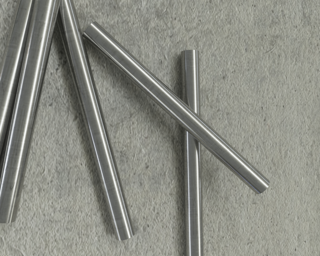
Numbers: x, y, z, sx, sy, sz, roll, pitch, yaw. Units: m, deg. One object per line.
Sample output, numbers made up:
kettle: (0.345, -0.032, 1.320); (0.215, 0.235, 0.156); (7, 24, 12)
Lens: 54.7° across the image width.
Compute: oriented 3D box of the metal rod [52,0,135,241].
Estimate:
metal rod: (-0.080, -0.008, 0.379); (0.025, 0.025, 0.298); (-16, 96, -19)

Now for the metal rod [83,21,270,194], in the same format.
metal rod: (0.025, -0.021, 0.395); (0.300, 0.025, 0.025); (42, 77, -7)

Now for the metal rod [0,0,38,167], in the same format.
metal rod: (-0.165, -0.070, 0.348); (0.025, 0.025, 0.298); (14, 85, -20)

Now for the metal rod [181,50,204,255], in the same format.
metal rod: (0.045, 0.045, 0.425); (0.025, 0.025, 0.298); (-2, 91, -20)

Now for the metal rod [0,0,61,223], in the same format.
metal rod: (-0.144, -0.045, 0.343); (0.025, 0.025, 0.298); (11, 91, -20)
